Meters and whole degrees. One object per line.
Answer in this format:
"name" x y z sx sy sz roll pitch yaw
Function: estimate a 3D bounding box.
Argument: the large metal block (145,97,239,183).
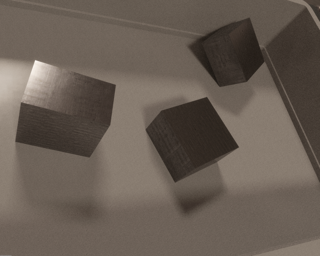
"large metal block" 0.041 0.014 0.405 0.081 0.050 0.080 -19 72 -36

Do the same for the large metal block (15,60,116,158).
"large metal block" -0.100 -0.015 0.326 0.081 0.080 0.050 15 56 -20

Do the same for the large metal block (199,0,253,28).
"large metal block" 0.128 -0.241 0.611 0.081 0.050 0.080 12 57 -22

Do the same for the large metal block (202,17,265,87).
"large metal block" 0.124 -0.125 0.515 0.080 0.050 0.080 -44 116 -39
